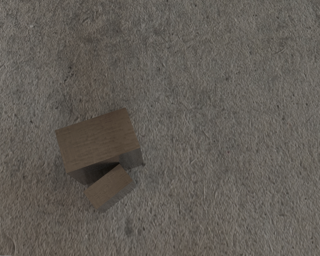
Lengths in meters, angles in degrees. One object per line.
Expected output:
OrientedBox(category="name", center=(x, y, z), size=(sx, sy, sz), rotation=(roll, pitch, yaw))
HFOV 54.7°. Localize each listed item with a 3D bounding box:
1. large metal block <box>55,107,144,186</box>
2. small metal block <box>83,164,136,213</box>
OrientedBox(category="large metal block", center=(-0.067, 0.025, 0.369), size=(0.081, 0.080, 0.050), rotation=(-19, 72, -7))
OrientedBox(category="small metal block", center=(-0.058, 0.073, 0.368), size=(0.050, 0.050, 0.025), rotation=(-38, 75, -13))
